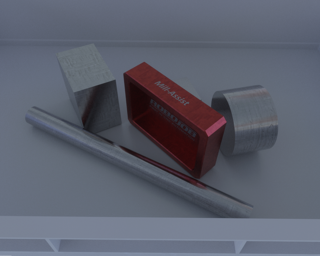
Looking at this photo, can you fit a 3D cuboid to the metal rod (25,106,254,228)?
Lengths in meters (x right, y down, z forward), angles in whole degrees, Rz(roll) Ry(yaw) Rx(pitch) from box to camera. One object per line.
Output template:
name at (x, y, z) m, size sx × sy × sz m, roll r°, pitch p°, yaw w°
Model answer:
metal rod at (-0.039, 0.038, 0.371) m, size 0.301 × 0.025 × 0.025 m, roll 23°, pitch 54°, yaw 17°

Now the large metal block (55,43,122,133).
large metal block at (-0.093, -0.050, 0.409) m, size 0.050 × 0.080 × 0.080 m, roll -21°, pitch 53°, yaw -17°

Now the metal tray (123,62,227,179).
metal tray at (0.012, -0.009, 0.368) m, size 0.030 × 0.089 × 0.130 m, roll -36°, pitch 59°, yaw -27°

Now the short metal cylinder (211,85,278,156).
short metal cylinder at (0.099, -0.009, 0.376) m, size 0.050 × 0.080 × 0.080 m, roll -10°, pitch 51°, yaw -7°

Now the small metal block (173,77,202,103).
small metal block at (0.024, -0.042, 0.437) m, size 0.050 × 0.025 × 0.050 m, roll -15°, pitch 52°, yaw -13°
